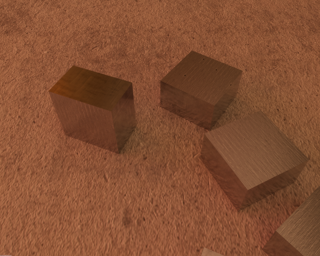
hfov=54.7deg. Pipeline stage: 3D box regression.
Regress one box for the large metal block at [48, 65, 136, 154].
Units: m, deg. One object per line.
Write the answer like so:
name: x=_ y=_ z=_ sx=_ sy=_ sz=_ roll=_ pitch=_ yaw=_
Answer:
large metal block: x=-0.079 y=-0.022 z=0.385 sx=0.080 sy=0.080 sz=0.050 roll=18 pitch=53 yaw=14

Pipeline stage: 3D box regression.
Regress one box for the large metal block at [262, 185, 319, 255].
large metal block: x=0.161 y=0.112 z=0.294 sx=0.080 sy=0.050 sz=0.080 roll=-33 pitch=57 yaw=-25

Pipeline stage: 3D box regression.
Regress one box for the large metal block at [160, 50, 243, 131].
large metal block: x=0.057 y=-0.054 z=0.433 sx=0.080 sy=0.050 sz=0.080 roll=28 pitch=55 yaw=21

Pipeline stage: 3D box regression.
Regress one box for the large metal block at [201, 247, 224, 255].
large metal block: x=0.041 y=0.153 z=0.239 sx=0.050 sy=0.080 sz=0.080 roll=18 pitch=53 yaw=15

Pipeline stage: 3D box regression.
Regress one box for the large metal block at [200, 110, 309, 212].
large metal block: x=0.104 y=0.036 z=0.358 sx=0.081 sy=0.050 sz=0.080 roll=-21 pitch=53 yaw=-17
